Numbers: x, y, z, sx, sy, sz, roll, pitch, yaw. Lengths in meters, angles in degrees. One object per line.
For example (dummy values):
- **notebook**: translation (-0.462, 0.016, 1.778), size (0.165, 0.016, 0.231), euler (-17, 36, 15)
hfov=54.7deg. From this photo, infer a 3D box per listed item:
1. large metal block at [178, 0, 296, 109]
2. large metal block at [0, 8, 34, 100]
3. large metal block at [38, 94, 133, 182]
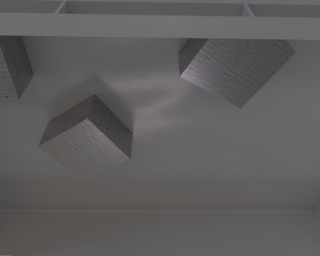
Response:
- **large metal block**: translation (0.076, -0.079, 0.326), size (0.080, 0.050, 0.080), euler (25, 126, -20)
- **large metal block**: translation (-0.191, -0.077, 0.325), size (0.081, 0.050, 0.079), euler (0, 130, -1)
- **large metal block**: translation (-0.093, 0.015, 0.405), size (0.080, 0.050, 0.080), euler (-27, 125, 21)
